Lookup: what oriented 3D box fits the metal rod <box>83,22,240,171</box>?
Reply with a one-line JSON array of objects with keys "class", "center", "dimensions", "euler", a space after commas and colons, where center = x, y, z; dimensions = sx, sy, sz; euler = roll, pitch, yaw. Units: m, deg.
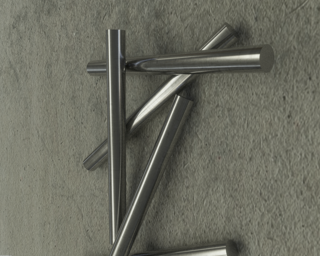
[{"class": "metal rod", "center": [-0.016, -0.024, 0.418], "dimensions": [0.299, 0.025, 0.025], "euler": [-41, 65, 32]}]

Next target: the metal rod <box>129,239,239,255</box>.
[{"class": "metal rod", "center": [-0.029, 0.185, 0.429], "dimensions": [0.299, 0.025, 0.025], "euler": [-25, 75, 37]}]

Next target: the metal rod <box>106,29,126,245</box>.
[{"class": "metal rod", "center": [-0.059, 0.022, 0.424], "dimensions": [0.025, 0.025, 0.298], "euler": [12, 107, 39]}]

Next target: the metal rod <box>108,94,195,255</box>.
[{"class": "metal rod", "center": [-0.025, 0.099, 0.406], "dimensions": [0.025, 0.025, 0.298], "euler": [30, 102, 36]}]

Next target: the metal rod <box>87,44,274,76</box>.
[{"class": "metal rod", "center": [-0.006, -0.078, 0.382], "dimensions": [0.300, 0.025, 0.025], "euler": [10, 96, 47]}]
